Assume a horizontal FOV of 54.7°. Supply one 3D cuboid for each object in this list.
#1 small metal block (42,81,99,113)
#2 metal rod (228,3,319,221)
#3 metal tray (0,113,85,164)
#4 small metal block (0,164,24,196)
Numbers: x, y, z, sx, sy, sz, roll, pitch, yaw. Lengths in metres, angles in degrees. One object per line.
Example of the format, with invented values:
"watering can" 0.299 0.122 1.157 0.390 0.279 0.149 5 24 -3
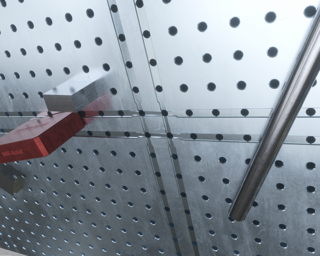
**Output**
"small metal block" -0.123 -0.044 0.430 0.050 0.050 0.025 4 120 25
"metal rod" 0.130 -0.001 0.341 0.025 0.025 0.298 22 127 15
"metal tray" -0.192 0.014 0.476 0.130 0.090 0.030 -10 113 32
"small metal block" -0.311 0.104 0.636 0.050 0.025 0.050 31 128 7
